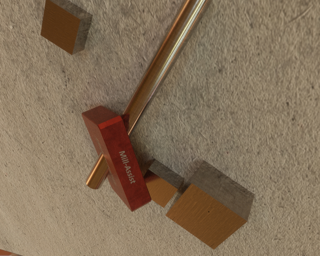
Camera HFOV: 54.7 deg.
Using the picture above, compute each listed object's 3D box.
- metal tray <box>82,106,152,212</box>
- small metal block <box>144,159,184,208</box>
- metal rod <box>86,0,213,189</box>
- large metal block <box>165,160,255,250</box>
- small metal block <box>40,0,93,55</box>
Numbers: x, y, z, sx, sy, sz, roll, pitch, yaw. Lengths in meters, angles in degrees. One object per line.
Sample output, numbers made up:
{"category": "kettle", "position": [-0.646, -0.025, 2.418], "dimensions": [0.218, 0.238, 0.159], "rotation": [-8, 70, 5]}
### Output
{"category": "metal tray", "position": [-0.061, 0.039, 0.425], "dimensions": [0.090, 0.030, 0.129], "rotation": [25, 137, 60]}
{"category": "small metal block", "position": [0.000, 0.082, 0.457], "dimensions": [0.050, 0.025, 0.050], "rotation": [34, 128, 5]}
{"category": "metal rod", "position": [-0.028, -0.025, 0.381], "dimensions": [0.025, 0.025, 0.298], "rotation": [36, 122, 4]}
{"category": "large metal block", "position": [0.067, 0.105, 0.419], "dimensions": [0.080, 0.050, 0.079], "rotation": [34, 129, 5]}
{"category": "small metal block", "position": [-0.117, -0.128, 0.387], "dimensions": [0.050, 0.025, 0.050], "rotation": [33, 129, 6]}
